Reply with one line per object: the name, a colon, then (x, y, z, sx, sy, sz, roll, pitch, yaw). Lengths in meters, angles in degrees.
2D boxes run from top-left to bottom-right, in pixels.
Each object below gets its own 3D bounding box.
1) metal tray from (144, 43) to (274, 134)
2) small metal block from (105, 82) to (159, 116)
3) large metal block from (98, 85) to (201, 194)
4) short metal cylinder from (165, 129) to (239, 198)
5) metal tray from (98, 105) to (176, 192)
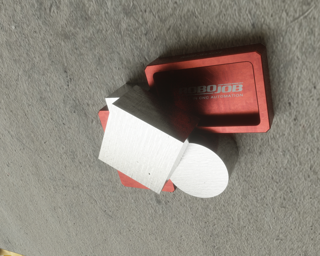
metal tray: (0.055, -0.040, 0.351, 0.130, 0.030, 0.089, -2, 118, 29)
small metal block: (-0.031, -0.037, 0.386, 0.050, 0.050, 0.025, 1, 119, 28)
large metal block: (-0.014, 0.013, 0.341, 0.080, 0.050, 0.079, 29, 128, 10)
short metal cylinder: (0.053, 0.040, 0.389, 0.080, 0.050, 0.079, 14, 124, 21)
metal tray: (-0.025, 0.026, 0.436, 0.090, 0.030, 0.129, 1, 119, 28)
